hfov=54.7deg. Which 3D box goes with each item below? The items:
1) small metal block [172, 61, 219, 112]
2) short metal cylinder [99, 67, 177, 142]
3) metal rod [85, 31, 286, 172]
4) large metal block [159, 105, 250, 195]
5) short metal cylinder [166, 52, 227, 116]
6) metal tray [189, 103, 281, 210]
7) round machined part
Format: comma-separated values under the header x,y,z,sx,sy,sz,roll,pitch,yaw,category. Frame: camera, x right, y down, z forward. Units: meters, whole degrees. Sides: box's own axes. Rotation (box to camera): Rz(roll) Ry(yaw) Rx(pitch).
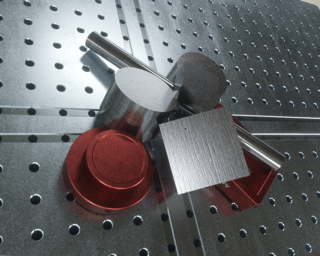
x,y,z,sx,sy,sz,roll,pitch,yaw,category
0.046,-0.051,0.392,0.050,0.025,0.050,23,45,-14,small metal block
-0.027,-0.029,0.377,0.080,0.050,0.080,22,35,-16,short metal cylinder
0.029,-0.038,0.411,0.301,0.025,0.025,34,51,6,metal rod
0.050,0.026,0.365,0.080,0.050,0.080,-15,83,1,large metal block
0.050,-0.064,0.454,0.081,0.050,0.080,14,56,-21,short metal cylinder
0.098,0.037,0.431,0.130,0.030,0.090,45,51,3,metal tray
-0.051,0.041,0.339,0.099,0.042,0.098,14,56,-21,round machined part
